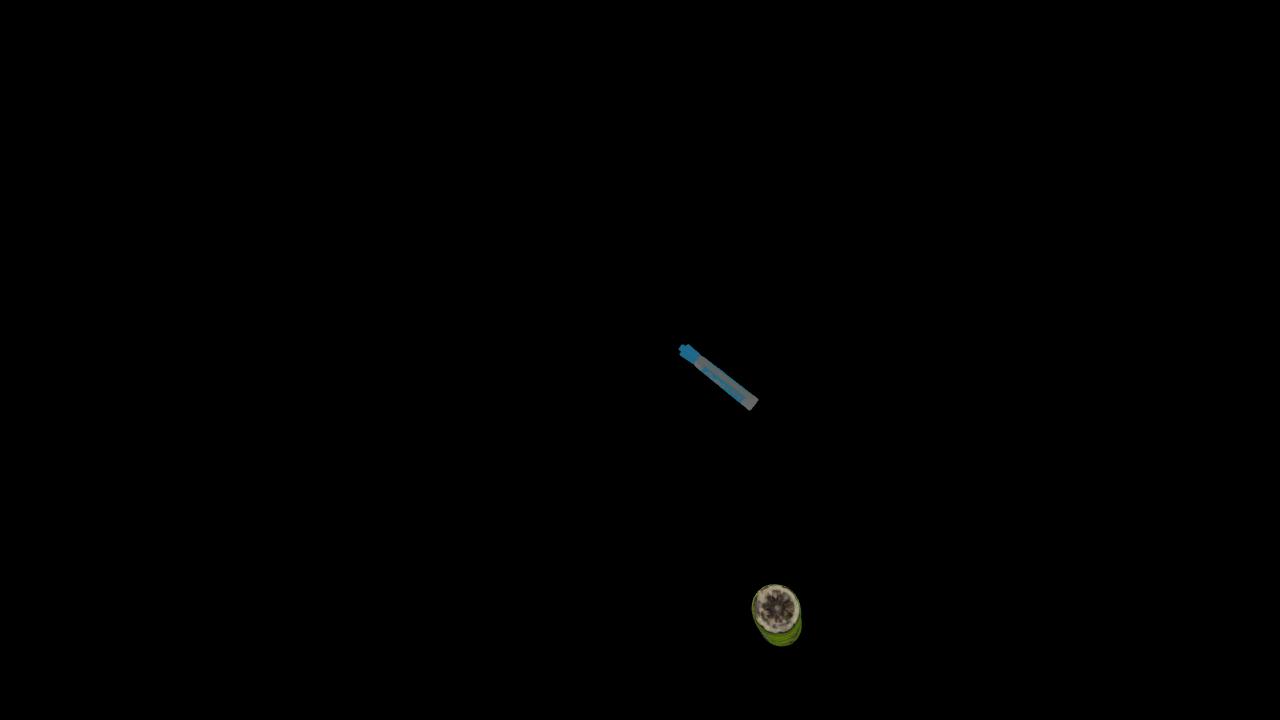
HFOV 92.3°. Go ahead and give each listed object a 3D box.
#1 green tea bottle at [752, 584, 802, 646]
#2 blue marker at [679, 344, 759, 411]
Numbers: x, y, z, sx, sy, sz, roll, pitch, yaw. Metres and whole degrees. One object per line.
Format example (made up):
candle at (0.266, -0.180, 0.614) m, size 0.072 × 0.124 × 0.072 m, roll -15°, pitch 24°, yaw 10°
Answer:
green tea bottle at (0.213, 0.399, 0.947) m, size 0.073 × 0.073 × 0.212 m, roll 0°, pitch -29°, yaw 13°
blue marker at (0.098, 0.020, 0.787) m, size 0.121 × 0.020 × 0.020 m, roll 39°, pitch 11°, yaw 13°
